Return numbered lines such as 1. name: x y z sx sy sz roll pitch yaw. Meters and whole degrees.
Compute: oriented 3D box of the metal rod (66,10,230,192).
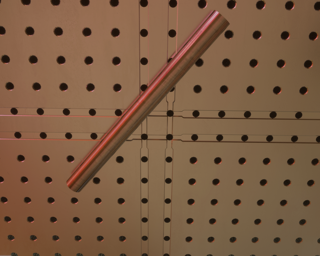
1. metal rod: -0.025 -0.024 0.404 0.025 0.025 0.299 39 105 -13
